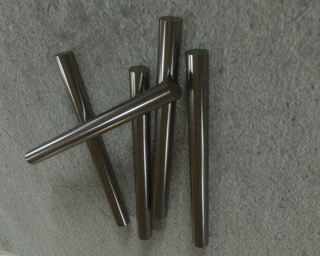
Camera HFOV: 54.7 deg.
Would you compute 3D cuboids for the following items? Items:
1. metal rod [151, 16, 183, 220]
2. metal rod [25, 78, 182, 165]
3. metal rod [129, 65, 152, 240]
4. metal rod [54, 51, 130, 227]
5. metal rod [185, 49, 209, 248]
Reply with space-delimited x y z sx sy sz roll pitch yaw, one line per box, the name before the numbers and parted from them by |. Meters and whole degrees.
metal rod | 0.005 0.010 0.408 0.025 0.025 0.298 16 125 19
metal rod | -0.097 0.003 0.423 0.299 0.025 0.025 -22 107 36
metal rod | -0.025 0.055 0.452 0.025 0.025 0.298 13 124 20
metal rod | -0.096 0.032 0.475 0.025 0.025 0.298 1 119 27
metal rod | 0.051 0.047 0.407 0.025 0.025 0.298 9 122 23
